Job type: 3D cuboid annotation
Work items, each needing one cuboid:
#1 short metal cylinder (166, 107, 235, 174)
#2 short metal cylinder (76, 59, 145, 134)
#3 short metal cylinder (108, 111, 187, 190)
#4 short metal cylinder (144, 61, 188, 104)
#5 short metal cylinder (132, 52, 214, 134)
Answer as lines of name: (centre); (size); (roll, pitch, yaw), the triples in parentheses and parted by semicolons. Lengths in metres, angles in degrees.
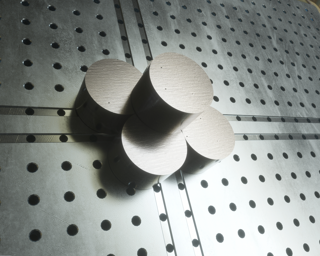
short metal cylinder: (0.051, 0.015, 0.412); (0.081, 0.050, 0.080); (14, 56, -21)
short metal cylinder: (-0.059, -0.039, 0.384); (0.081, 0.050, 0.080); (14, 56, -21)
short metal cylinder: (-0.015, 0.027, 0.368); (0.081, 0.050, 0.080); (14, 56, -21)
short metal cylinder: (0.009, -0.051, 0.429); (0.081, 0.050, 0.080); (14, 56, -21)
short metal cylinder: (0.014, -0.040, 0.359); (0.081, 0.050, 0.080); (14, 57, -22)
